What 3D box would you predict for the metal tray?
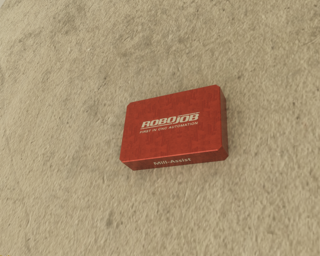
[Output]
[{"bbox_3d":[0.017,0.001,0.392,0.130,0.030,0.090,-10,57,23],"label":"metal tray"}]
